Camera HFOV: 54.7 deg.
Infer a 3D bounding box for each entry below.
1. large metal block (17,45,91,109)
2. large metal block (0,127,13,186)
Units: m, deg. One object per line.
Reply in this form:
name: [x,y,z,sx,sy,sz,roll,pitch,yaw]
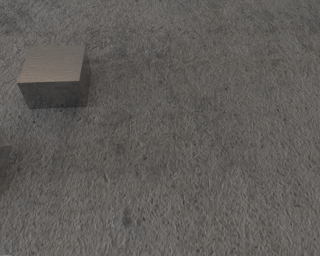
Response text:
large metal block: [-0.148,-0.075,0.449,0.081,0.050,0.080,-2,50,-2]
large metal block: [-0.210,0.028,0.333,0.080,0.079,0.050,42,27,29]
